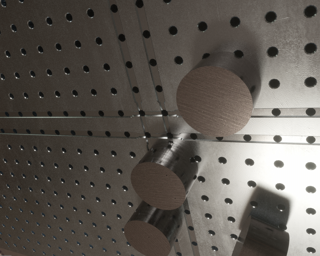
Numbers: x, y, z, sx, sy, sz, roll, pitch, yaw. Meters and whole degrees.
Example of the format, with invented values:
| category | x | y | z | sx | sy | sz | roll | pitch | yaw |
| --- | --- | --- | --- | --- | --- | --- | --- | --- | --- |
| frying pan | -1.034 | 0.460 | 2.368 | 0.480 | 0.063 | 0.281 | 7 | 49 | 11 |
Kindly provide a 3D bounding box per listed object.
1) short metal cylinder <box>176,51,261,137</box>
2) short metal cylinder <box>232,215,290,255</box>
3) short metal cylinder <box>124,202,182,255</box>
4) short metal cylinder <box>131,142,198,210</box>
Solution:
| category | x | y | z | sx | sy | sz | roll | pitch | yaw |
| --- | --- | --- | --- | --- | --- | --- | --- | --- | --- |
| short metal cylinder | 0.064 | -0.037 | 0.337 | 0.080 | 0.050 | 0.079 | 13 | 124 | 20 |
| short metal cylinder | 0.129 | 0.164 | 0.408 | 0.050 | 0.080 | 0.079 | 23 | 127 | 14 |
| short metal cylinder | -0.010 | 0.162 | 0.499 | 0.080 | 0.050 | 0.079 | 13 | 124 | 20 |
| short metal cylinder | 0.007 | 0.067 | 0.431 | 0.080 | 0.050 | 0.079 | 13 | 124 | 20 |
